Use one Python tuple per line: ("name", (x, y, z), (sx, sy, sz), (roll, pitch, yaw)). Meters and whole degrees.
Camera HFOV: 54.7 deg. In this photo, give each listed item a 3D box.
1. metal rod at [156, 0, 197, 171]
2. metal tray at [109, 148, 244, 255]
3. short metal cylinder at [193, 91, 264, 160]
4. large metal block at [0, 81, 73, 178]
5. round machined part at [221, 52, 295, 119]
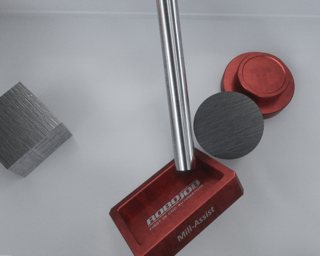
("metal rod", (0.014, -0.100, 0.364), (0.025, 0.025, 0.298), (-7, 91, -3))
("metal tray", (0.016, 0.083, 0.347), (0.131, 0.030, 0.090), (-37, 30, -13))
("short metal cylinder", (0.084, -0.003, 0.385), (0.080, 0.050, 0.080), (0, 88, 11))
("large metal block", (-0.175, 0.002, 0.393), (0.080, 0.050, 0.080), (42, 75, 13))
("round machined part", (0.136, -0.064, 0.426), (0.099, 0.042, 0.098), (0, 70, -1))
